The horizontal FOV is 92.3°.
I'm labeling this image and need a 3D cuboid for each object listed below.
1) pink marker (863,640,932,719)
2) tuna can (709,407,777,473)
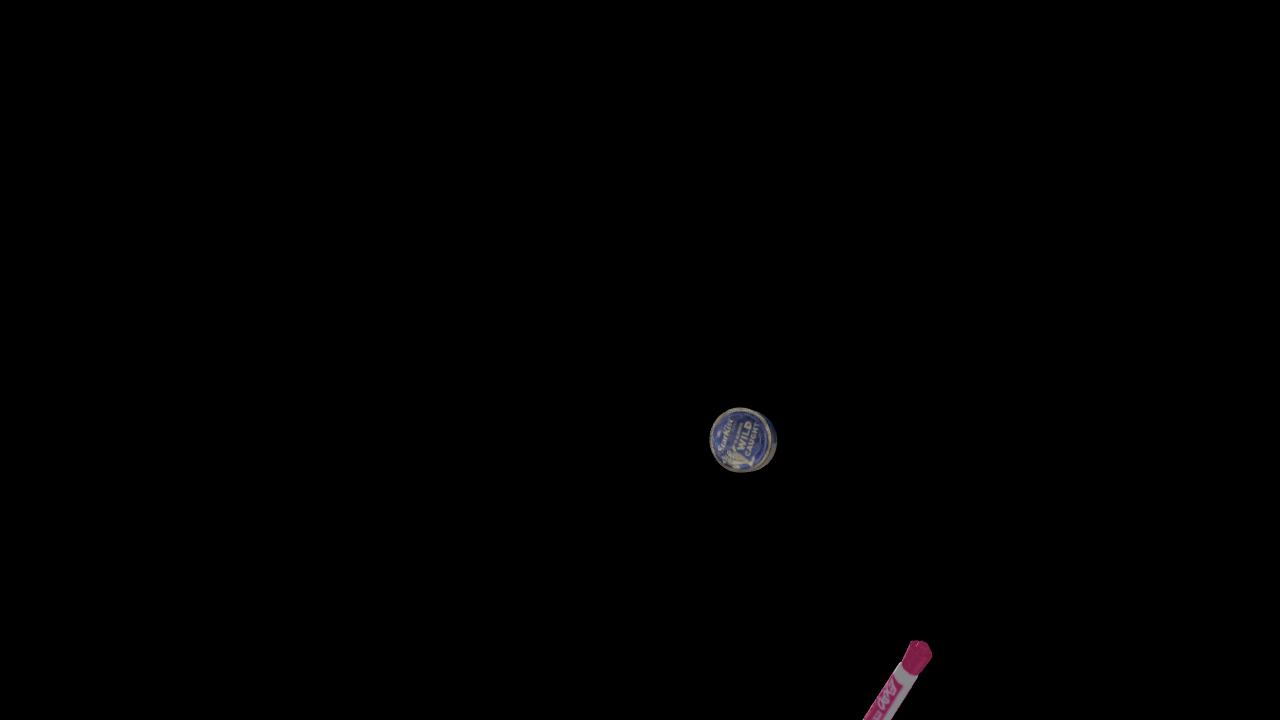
[{"bbox_3d":[0.222,0.289,0.535,0.020,0.121,0.020,12,25,-6],"label":"pink marker"},{"bbox_3d":[0.136,0.105,0.807,0.084,0.084,0.034,0,-8,28],"label":"tuna can"}]
